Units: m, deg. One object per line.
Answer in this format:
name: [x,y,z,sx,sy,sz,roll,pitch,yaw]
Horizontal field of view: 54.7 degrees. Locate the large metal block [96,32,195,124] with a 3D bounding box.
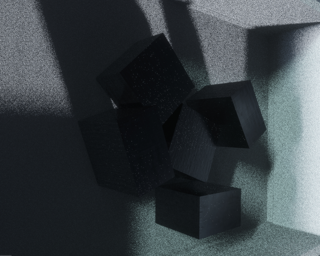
large metal block: [-0.015,-0.055,0.377,0.080,0.050,0.080,-50,120,-29]

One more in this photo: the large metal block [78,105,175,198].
large metal block: [-0.038,0.022,0.339,0.050,0.080,0.080,-24,106,-38]

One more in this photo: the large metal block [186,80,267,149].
large metal block: [0.097,-0.019,0.452,0.050,0.080,0.080,-38,114,-34]

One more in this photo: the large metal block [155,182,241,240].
large metal block: [0.051,0.105,0.415,0.081,0.080,0.050,1,90,-40]

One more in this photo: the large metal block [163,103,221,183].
large metal block: [0.029,0.021,0.415,0.080,0.050,0.080,28,72,-37]
